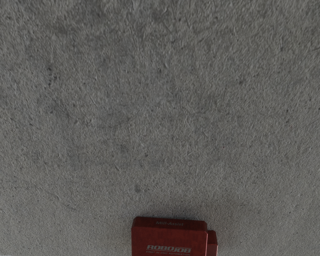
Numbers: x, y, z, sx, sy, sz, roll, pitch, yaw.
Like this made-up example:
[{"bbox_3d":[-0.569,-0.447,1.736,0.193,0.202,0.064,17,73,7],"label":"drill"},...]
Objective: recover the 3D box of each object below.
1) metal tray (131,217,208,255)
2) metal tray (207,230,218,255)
[{"bbox_3d":[0.016,0.209,0.554,0.131,0.030,0.089,2,110,4],"label":"metal tray"},{"bbox_3d":[0.045,0.241,0.610,0.131,0.030,0.089,-3,130,2],"label":"metal tray"}]
